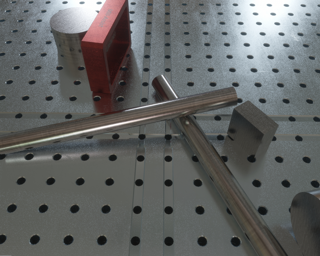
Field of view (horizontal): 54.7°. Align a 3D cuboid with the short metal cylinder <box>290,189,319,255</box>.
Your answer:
[{"bbox_3d":[0.170,0.096,0.294,0.050,0.080,0.080,-9,51,-8],"label":"short metal cylinder"}]

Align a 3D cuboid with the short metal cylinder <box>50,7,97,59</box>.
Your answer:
[{"bbox_3d":[-0.139,-0.162,0.525,0.081,0.050,0.080,0,50,0],"label":"short metal cylinder"}]

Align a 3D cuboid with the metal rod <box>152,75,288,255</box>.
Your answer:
[{"bbox_3d":[0.059,0.036,0.378,0.025,0.025,0.300,-18,53,-15],"label":"metal rod"}]

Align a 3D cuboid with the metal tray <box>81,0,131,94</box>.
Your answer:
[{"bbox_3d":[-0.076,-0.127,0.471,0.030,0.089,0.130,9,51,7],"label":"metal tray"}]

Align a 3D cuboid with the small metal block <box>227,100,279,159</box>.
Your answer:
[{"bbox_3d":[0.115,0.002,0.391,0.025,0.050,0.050,-28,56,-21],"label":"small metal block"}]

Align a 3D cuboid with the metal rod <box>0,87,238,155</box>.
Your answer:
[{"bbox_3d":[-0.052,-0.010,0.393,0.302,0.025,0.025,-12,51,-2],"label":"metal rod"}]
